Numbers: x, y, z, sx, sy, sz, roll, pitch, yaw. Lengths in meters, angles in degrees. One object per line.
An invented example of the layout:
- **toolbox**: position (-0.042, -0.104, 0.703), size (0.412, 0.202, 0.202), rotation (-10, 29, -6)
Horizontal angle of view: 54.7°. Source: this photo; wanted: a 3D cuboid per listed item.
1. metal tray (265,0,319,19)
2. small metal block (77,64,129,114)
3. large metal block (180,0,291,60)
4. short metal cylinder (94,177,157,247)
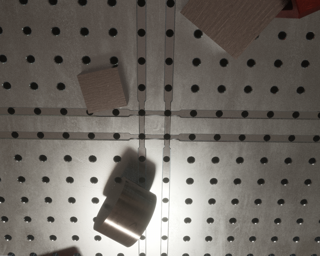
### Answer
- **metal tray**: position (0.121, -0.180, 0.314), size (0.030, 0.090, 0.129), rotation (-23, 109, 8)
- **small metal block**: position (-0.071, -0.050, 0.394), size (0.050, 0.025, 0.050), rotation (-12, 110, 3)
- **large metal block**: position (0.080, -0.137, 0.344), size (0.080, 0.050, 0.080), rotation (37, 112, -10)
- **short metal cylinder**: position (-0.048, 0.114, 0.426), size (0.050, 0.080, 0.080), rotation (33, 107, -12)
